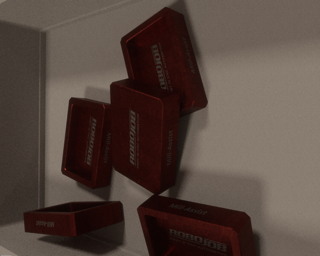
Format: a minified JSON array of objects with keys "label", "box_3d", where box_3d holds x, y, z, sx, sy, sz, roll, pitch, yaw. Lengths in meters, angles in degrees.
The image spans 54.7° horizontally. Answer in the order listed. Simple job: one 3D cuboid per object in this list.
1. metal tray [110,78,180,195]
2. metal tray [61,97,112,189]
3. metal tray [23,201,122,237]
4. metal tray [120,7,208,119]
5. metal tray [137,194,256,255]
[{"label":"metal tray","box_3d":[-0.022,0.010,0.394,0.090,0.030,0.129,23,123,37]},{"label":"metal tray","box_3d":[-0.113,0.021,0.493,0.090,0.030,0.129,14,99,38]},{"label":"metal tray","box_3d":[-0.133,0.135,0.471,0.130,0.091,0.030,-12,83,39]},{"label":"metal tray","box_3d":[0.001,-0.075,0.400,0.090,0.030,0.129,-22,76,37]},{"label":"metal tray","box_3d":[0.040,0.130,0.350,0.130,0.030,0.089,1,111,39]}]
